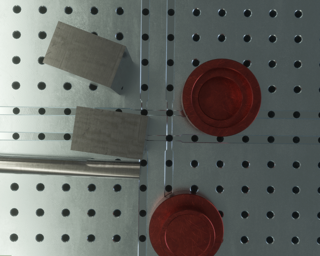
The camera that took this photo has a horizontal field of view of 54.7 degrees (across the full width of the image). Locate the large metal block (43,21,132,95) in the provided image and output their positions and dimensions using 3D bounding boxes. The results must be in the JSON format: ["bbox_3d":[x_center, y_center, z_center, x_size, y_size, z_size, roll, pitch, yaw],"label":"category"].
[{"bbox_3d":[-0.084,-0.082,0.385,0.080,0.080,0.050,21,90,0],"label":"large metal block"}]

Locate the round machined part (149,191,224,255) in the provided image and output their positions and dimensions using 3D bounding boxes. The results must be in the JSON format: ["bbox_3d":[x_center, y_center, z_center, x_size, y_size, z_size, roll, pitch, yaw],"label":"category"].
[{"bbox_3d":[0.035,0.135,0.405,0.099,0.042,0.097,0,90,0],"label":"round machined part"}]

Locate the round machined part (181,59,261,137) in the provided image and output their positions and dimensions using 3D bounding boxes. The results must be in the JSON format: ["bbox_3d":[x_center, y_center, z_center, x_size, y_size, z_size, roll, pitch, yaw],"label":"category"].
[{"bbox_3d":[0.077,-0.038,0.405,0.099,0.042,0.097,0,90,0],"label":"round machined part"}]

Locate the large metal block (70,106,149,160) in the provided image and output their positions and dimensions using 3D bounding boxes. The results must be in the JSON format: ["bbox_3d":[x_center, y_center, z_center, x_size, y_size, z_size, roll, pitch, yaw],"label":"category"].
[{"bbox_3d":[-0.056,0.005,0.385,0.080,0.080,0.050,8,90,0],"label":"large metal block"}]

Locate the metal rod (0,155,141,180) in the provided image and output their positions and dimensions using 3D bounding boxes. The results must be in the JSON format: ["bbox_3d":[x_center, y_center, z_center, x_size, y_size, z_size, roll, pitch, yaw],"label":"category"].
[{"bbox_3d":[-0.177,0.050,0.411,0.302,0.025,0.025,3,90,0],"label":"metal rod"}]
